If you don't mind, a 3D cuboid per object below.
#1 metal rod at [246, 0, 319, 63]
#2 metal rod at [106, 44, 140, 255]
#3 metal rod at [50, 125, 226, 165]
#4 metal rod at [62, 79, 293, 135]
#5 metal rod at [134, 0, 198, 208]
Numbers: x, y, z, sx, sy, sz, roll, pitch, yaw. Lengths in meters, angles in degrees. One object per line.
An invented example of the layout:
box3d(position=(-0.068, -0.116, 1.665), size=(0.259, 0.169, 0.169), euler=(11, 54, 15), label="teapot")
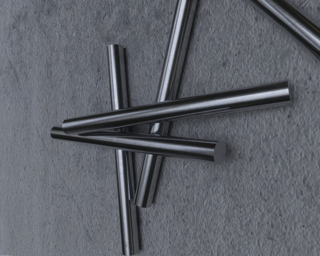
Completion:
box3d(position=(0.129, -0.102, 0.298), size=(0.025, 0.025, 0.300), euler=(-50, 61, 28), label="metal rod")
box3d(position=(-0.054, 0.028, 0.449), size=(0.025, 0.025, 0.298), euler=(-8, 85, 40), label="metal rod")
box3d(position=(-0.054, 0.017, 0.415), size=(0.300, 0.025, 0.025), euler=(4, 93, 39), label="metal rod")
box3d(position=(-0.003, -0.018, 0.375), size=(0.300, 0.025, 0.025), euler=(-7, 85, 30), label="metal rod")
box3d(position=(0.008, -0.040, 0.398), size=(0.025, 0.025, 0.298), euler=(20, 103, 38), label="metal rod")
